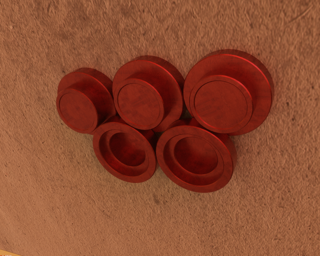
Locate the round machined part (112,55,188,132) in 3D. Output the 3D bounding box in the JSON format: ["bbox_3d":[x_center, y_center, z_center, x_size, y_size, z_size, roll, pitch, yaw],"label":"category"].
[{"bbox_3d":[-0.017,-0.037,0.383,0.098,0.042,0.097,13,124,20],"label":"round machined part"}]

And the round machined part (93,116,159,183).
[{"bbox_3d":[-0.041,0.026,0.433,0.098,0.042,0.097,13,124,20],"label":"round machined part"}]

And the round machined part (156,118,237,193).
[{"bbox_3d":[0.048,0.030,0.390,0.098,0.042,0.097,13,124,20],"label":"round machined part"}]

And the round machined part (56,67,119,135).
[{"bbox_3d":[-0.104,-0.031,0.431,0.098,0.042,0.097,13,124,20],"label":"round machined part"}]

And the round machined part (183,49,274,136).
[{"bbox_3d":[0.071,-0.033,0.339,0.098,0.042,0.097,13,124,20],"label":"round machined part"}]
